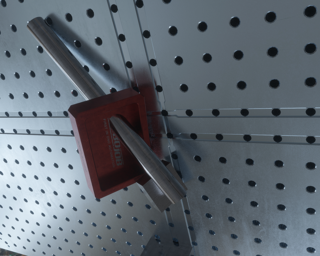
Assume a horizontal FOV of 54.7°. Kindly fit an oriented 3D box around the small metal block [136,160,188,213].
[{"bbox_3d":[0.003,0.081,0.437,0.050,0.050,0.025,58,161,-18],"label":"small metal block"}]

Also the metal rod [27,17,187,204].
[{"bbox_3d":[-0.070,-0.024,0.408,0.300,0.025,0.025,50,129,1],"label":"metal rod"}]

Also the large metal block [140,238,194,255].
[{"bbox_3d":[0.016,0.245,0.537,0.080,0.050,0.079,2,120,26],"label":"large metal block"}]

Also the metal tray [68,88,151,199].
[{"bbox_3d":[-0.060,0.021,0.411,0.030,0.091,0.129,35,139,50],"label":"metal tray"}]
